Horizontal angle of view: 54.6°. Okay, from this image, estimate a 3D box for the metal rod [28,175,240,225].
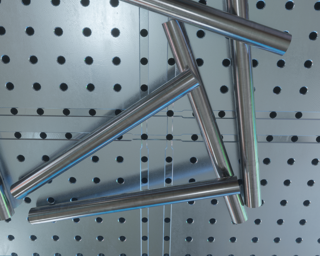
[{"bbox_3d":[-0.042,0.103,0.436,0.301,0.025,0.025,-11,110,9],"label":"metal rod"}]

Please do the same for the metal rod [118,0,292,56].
[{"bbox_3d":[-0.002,-0.141,0.344,0.301,0.025,0.025,19,109,-1],"label":"metal rod"}]

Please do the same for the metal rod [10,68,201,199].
[{"bbox_3d":[-0.082,0.015,0.404,0.300,0.025,0.025,-32,107,16],"label":"metal rod"}]

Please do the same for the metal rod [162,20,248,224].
[{"bbox_3d":[0.066,0.003,0.414,0.025,0.025,0.299,-20,109,7],"label":"metal rod"}]

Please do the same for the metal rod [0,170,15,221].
[{"bbox_3d":[-0.248,-0.009,0.407,0.025,0.025,0.298,-7,110,2],"label":"metal rod"}]

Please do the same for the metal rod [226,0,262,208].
[{"bbox_3d":[0.111,-0.028,0.403,0.025,0.025,0.298,-9,110,3],"label":"metal rod"}]
